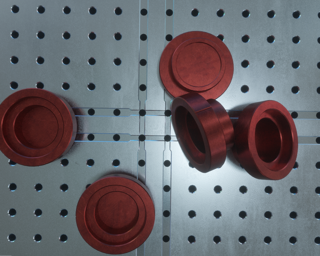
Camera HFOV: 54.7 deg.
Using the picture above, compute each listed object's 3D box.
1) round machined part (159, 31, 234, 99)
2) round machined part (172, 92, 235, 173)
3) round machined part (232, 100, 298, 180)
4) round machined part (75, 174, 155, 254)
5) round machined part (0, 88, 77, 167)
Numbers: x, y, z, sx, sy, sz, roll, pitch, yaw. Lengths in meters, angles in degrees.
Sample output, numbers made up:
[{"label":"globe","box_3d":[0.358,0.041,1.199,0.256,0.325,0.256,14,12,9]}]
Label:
[{"label":"round machined part","box_3d":[0.048,-0.079,0.406,0.099,0.042,0.097,0,90,-1]},{"label":"round machined part","box_3d":[0.055,0.002,0.379,0.042,0.098,0.098,-20,90,-15]},{"label":"round machined part","box_3d":[0.128,0.016,0.392,0.099,0.042,0.097,4,82,-35]},{"label":"round machined part","box_3d":[-0.056,0.108,0.404,0.099,0.042,0.097,0,90,-1]},{"label":"round machined part","box_3d":[-0.157,-0.001,0.403,0.099,0.042,0.097,0,90,-1]}]
